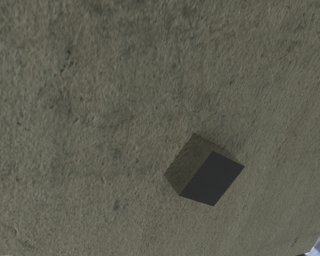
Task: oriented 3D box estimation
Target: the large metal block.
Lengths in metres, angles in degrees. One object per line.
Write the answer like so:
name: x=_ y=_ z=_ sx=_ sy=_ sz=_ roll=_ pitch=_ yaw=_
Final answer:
large metal block: x=0.067 y=0.065 z=0.469 sx=0.080 sy=0.050 sz=0.080 roll=26 pitch=104 yaw=-38
